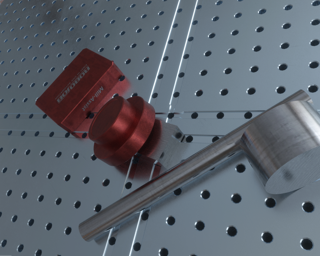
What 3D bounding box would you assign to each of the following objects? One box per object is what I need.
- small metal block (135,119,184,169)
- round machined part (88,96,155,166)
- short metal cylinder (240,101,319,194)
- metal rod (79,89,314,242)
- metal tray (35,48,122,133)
[{"bbox_3d":[-0.005,0.018,0.399,0.050,0.025,0.050,18,71,34],"label":"small metal block"},{"bbox_3d":[-0.056,-0.003,0.405,0.098,0.042,0.098,-34,34,28],"label":"round machined part"},{"bbox_3d":[0.125,0.020,0.295,0.080,0.080,0.050,-29,52,9],"label":"short metal cylinder"},{"bbox_3d":[0.036,0.047,0.359,0.300,0.025,0.025,-32,52,6],"label":"metal rod"},{"bbox_3d":[-0.135,-0.065,0.514,0.090,0.030,0.130,33,80,37],"label":"metal tray"}]
